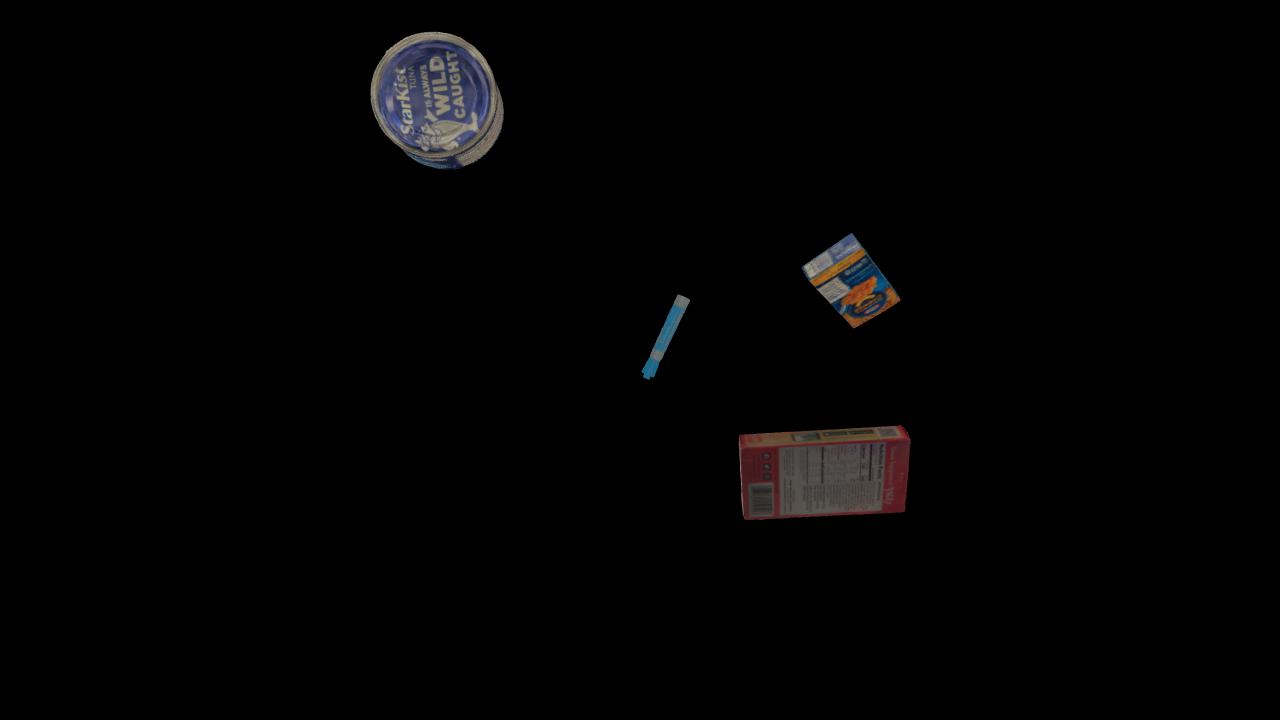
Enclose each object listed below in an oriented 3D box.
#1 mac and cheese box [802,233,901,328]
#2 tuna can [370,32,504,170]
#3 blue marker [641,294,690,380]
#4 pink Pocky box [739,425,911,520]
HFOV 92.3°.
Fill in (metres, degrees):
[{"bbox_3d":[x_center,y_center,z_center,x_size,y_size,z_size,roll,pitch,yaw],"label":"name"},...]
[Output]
[{"bbox_3d":[0.347,-0.123,1.001,0.093,0.041,0.184,-36,-41,24],"label":"mac and cheese box"},{"bbox_3d":[-0.138,-0.177,0.426,0.084,0.084,0.034,0,0,-2],"label":"tuna can"},{"bbox_3d":[0.033,-0.030,0.826,0.020,0.121,0.020,25,3,-1],"label":"blue marker"},{"bbox_3d":[0.174,0.109,0.589,0.155,0.084,0.029,-4,24,6],"label":"pink Pocky box"}]
